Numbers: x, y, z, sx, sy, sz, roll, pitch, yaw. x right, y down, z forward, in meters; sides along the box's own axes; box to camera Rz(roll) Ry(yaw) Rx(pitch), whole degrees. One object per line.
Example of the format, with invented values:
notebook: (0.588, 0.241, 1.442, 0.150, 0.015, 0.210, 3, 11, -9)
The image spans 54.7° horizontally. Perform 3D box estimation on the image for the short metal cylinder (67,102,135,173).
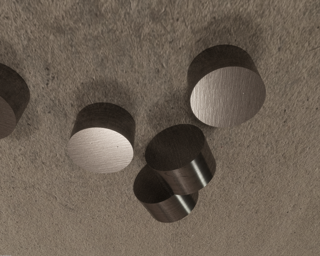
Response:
short metal cylinder: (-0.073, 0.014, 0.401, 0.081, 0.050, 0.079, 0, 130, 0)

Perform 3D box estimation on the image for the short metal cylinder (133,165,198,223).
short metal cylinder: (0.009, 0.088, 0.446, 0.080, 0.080, 0.050, -19, 128, 15)

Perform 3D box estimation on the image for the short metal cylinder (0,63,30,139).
short metal cylinder: (-0.201, -0.032, 0.361, 0.081, 0.050, 0.079, 0, 130, 0)

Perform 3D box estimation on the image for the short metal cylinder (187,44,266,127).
short metal cylinder: (0.073, -0.047, 0.352, 0.081, 0.050, 0.079, 0, 130, 0)

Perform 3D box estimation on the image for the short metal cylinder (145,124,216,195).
short metal cylinder: (0.027, 0.040, 0.406, 0.080, 0.080, 0.050, -18, 128, 14)
